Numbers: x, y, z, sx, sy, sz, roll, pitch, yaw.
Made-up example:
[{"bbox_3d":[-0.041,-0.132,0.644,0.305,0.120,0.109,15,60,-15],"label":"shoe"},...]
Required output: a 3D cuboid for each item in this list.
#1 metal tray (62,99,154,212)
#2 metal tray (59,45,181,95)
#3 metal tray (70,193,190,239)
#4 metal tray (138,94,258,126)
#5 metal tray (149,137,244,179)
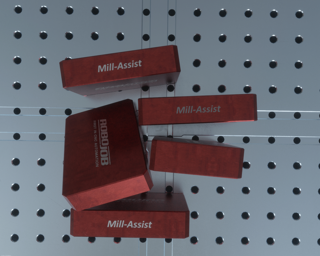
[{"bbox_3d":[-0.065,0.025,0.368,0.090,0.130,0.030,-16,133,0],"label":"metal tray"},{"bbox_3d":[-0.044,-0.067,0.380,0.131,0.090,0.030,-8,90,0],"label":"metal tray"},{"bbox_3d":[-0.033,0.104,0.380,0.131,0.090,0.030,1,90,0],"label":"metal tray"},{"bbox_3d":[0.042,-0.020,0.381,0.131,0.090,0.030,-2,90,0],"label":"metal tray"},{"bbox_3d":[0.036,0.030,0.361,0.090,0.130,0.030,6,90,0],"label":"metal tray"}]
